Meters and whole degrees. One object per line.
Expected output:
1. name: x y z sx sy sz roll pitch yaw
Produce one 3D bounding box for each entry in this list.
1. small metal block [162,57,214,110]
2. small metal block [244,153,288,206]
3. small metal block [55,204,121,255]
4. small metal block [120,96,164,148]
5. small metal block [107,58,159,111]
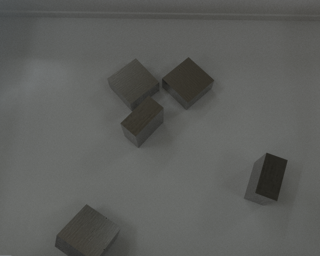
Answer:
1. small metal block: 0.038 -0.062 0.432 0.050 0.025 0.050 -41 75 -14
2. small metal block: 0.127 0.063 0.374 0.025 0.050 0.050 20 71 7
3. small metal block: -0.081 0.124 0.351 0.050 0.025 0.050 31 39 11
4. small metal block: -0.021 -0.007 0.398 0.025 0.050 0.050 40 75 13
5. small metal block: -0.036 -0.060 0.431 0.050 0.025 0.050 -39 75 -13
